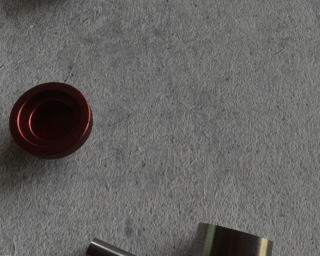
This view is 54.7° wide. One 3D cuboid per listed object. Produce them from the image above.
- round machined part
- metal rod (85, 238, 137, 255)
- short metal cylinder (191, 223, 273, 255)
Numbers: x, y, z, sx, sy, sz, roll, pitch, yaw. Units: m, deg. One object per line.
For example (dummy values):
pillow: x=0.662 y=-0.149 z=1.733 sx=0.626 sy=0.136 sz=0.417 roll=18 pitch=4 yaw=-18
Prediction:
round machined part: x=-0.135 y=-0.006 z=0.400 sx=0.099 sy=0.042 sz=0.098 roll=0 pitch=70 yaw=-1
metal rod: x=0.059 y=0.192 z=0.338 sx=0.301 sy=0.025 sz=0.025 roll=21 pitch=71 yaw=7
short metal cylinder: x=0.075 y=0.137 z=0.330 sx=0.080 sy=0.080 sz=0.050 roll=14 pitch=71 yaw=5
